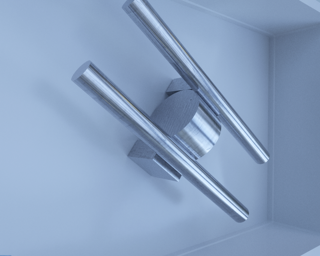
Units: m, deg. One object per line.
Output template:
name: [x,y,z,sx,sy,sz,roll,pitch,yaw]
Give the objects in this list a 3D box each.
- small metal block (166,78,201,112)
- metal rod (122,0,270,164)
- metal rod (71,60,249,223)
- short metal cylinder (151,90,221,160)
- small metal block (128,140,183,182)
small metal block: [0.045,-0.045,0.428,0.050,0.050,0.025,44,63,-32]
metal rod: [0.063,-0.043,0.395,0.300,0.025,0.025,43,64,-32]
metal rod: [0.021,0.035,0.361,0.300,0.025,0.025,43,64,-31]
short metal cylinder: [0.030,-0.003,0.396,0.050,0.080,0.080,44,63,-32]
small metal block: [-0.003,0.041,0.387,0.050,0.050,0.025,44,63,-32]
